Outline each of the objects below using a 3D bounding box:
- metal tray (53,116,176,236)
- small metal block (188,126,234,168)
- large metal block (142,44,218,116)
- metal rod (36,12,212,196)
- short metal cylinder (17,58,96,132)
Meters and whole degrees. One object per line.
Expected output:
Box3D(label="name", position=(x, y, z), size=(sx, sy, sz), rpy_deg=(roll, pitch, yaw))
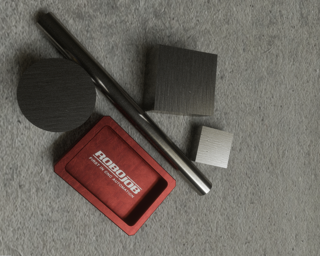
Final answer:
Box3D(label="metal tray", position=(-0.054, 0.059, 0.388), size=(0.130, 0.030, 0.090), rpy_deg=(46, 76, -15))
Box3D(label="small metal block", position=(0.071, 0.027, 0.439), size=(0.050, 0.025, 0.050), rpy_deg=(14, 85, -20))
Box3D(label="large metal block", position=(0.025, -0.058, 0.407), size=(0.081, 0.050, 0.080), rpy_deg=(5, 89, -20))
Box3D(label="metal rod", position=(-0.036, -0.020, 0.397), size=(0.025, 0.025, 0.300), rpy_deg=(-47, 105, -14))
Box3D(label="short metal cylinder", position=(-0.117, -0.035, 0.354), size=(0.081, 0.050, 0.079), rpy_deg=(0, 90, -21))
